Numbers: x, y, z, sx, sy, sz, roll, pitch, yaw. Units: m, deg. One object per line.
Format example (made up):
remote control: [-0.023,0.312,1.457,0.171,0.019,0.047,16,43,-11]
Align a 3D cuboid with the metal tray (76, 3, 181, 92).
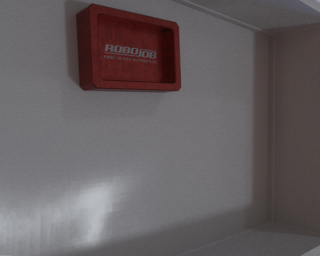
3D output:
metal tray: [-0.032,-0.090,0.377,0.131,0.030,0.089,-4,93,-40]
